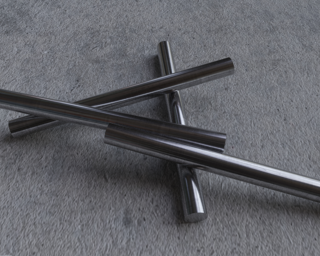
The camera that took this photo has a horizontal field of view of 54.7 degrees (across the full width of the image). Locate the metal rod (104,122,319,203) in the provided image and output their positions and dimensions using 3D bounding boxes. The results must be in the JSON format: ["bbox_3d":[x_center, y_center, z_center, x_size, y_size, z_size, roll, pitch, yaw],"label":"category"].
[{"bbox_3d":[0.087,0.045,0.341,0.302,0.025,0.025,15,51,3],"label":"metal rod"}]

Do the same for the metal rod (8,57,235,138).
[{"bbox_3d":[-0.046,-0.042,0.414,0.302,0.025,0.025,-17,52,-5],"label":"metal rod"}]

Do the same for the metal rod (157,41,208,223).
[{"bbox_3d":[0.022,-0.020,0.420,0.025,0.025,0.300,-4,50,-4],"label":"metal rod"}]

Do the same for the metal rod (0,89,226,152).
[{"bbox_3d":[-0.073,-0.011,0.374,0.301,0.025,0.025,11,51,7],"label":"metal rod"}]
